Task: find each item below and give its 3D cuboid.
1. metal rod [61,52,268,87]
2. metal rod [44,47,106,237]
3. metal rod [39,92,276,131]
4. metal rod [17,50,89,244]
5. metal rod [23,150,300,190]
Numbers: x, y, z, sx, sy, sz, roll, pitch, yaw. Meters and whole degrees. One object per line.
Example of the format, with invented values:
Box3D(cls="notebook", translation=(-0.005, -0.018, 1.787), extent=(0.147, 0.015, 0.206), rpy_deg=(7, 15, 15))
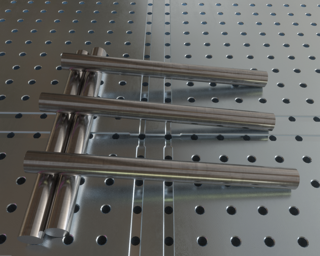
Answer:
Box3D(cls="metal rod", translation=(0.010, -0.086, 0.461), extent=(0.302, 0.025, 0.025), rpy_deg=(4, 50, -5))
Box3D(cls="metal rod", translation=(-0.103, -0.008, 0.412), extent=(0.025, 0.025, 0.300), rpy_deg=(1, 50, 0))
Box3D(cls="metal rod", translation=(0.000, -0.021, 0.405), extent=(0.302, 0.025, 0.025), rpy_deg=(5, 50, -4))
Box3D(cls="metal rod", translation=(-0.128, -0.002, 0.407), extent=(0.025, 0.025, 0.300), rpy_deg=(1, 50, 0))
Box3D(cls="metal rod", translation=(0.007, 0.048, 0.349), extent=(0.302, 0.025, 0.025), rpy_deg=(4, 50, -5))
